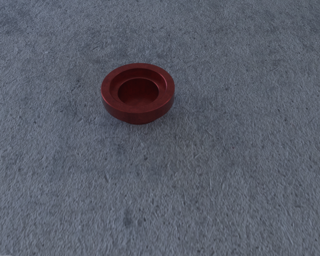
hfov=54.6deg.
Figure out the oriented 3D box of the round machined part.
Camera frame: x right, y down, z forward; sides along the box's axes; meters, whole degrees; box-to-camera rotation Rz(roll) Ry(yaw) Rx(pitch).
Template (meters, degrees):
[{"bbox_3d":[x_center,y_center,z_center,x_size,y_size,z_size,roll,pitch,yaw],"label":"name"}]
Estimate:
[{"bbox_3d":[-0.029,-0.043,0.428,0.099,0.042,0.098,0,50,0],"label":"round machined part"}]
